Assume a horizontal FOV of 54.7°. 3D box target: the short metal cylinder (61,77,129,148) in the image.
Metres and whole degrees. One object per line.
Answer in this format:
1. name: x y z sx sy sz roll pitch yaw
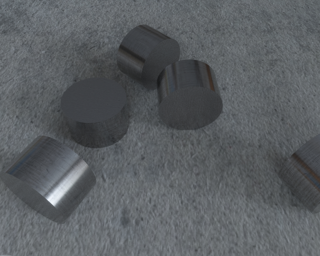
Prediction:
1. short metal cylinder: -0.082 -0.021 0.403 0.081 0.050 0.080 0 50 0

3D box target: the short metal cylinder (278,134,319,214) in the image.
1. short metal cylinder: 0.176 0.047 0.331 0.081 0.080 0.050 -23 54 -18

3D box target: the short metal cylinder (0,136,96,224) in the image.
1. short metal cylinder: -0.114 0.054 0.321 0.080 0.080 0.050 23 54 18

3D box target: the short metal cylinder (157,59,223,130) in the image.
1. short metal cylinder: 0.037 -0.042 0.403 0.081 0.080 0.050 -2 50 -2

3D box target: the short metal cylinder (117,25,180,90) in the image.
1. short metal cylinder: -0.016 -0.103 0.454 0.050 0.080 0.080 36 59 26
